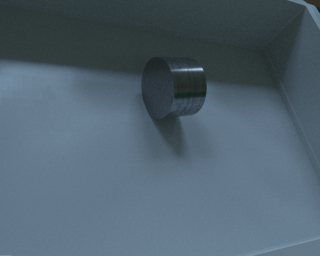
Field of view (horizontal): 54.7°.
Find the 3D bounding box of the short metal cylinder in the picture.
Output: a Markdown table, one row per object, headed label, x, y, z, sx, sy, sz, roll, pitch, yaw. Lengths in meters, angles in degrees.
| label | x | y | z | sx | sy | sz | roll | pitch | yaw |
| --- | --- | --- | --- | --- | --- | --- | --- | --- | --- |
| short metal cylinder | 0.017 | -0.054 | 0.414 | 0.050 | 0.080 | 0.080 | -7 | 66 | -32 |
